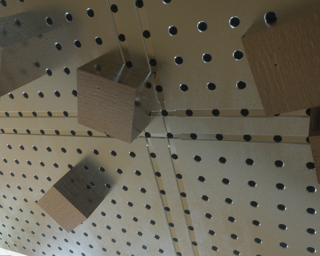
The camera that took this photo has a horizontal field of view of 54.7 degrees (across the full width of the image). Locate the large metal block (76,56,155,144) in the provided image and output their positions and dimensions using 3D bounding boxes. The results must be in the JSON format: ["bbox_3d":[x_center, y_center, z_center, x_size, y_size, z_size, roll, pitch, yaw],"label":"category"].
[{"bbox_3d":[-0.058,-0.037,0.401,0.080,0.050,0.079,20,126,16],"label":"large metal block"}]

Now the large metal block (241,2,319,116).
[{"bbox_3d":[0.131,-0.064,0.286,0.080,0.050,0.080,-12,113,32],"label":"large metal block"}]

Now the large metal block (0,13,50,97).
[{"bbox_3d":[-0.203,-0.099,0.419,0.050,0.080,0.079,34,129,5],"label":"large metal block"}]

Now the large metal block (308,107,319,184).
[{"bbox_3d":[0.185,0.005,0.282,0.080,0.080,0.050,-8,114,31],"label":"large metal block"}]

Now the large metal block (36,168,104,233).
[{"bbox_3d":[-0.163,0.133,0.560,0.080,0.050,0.080,45,129,-4],"label":"large metal block"}]
